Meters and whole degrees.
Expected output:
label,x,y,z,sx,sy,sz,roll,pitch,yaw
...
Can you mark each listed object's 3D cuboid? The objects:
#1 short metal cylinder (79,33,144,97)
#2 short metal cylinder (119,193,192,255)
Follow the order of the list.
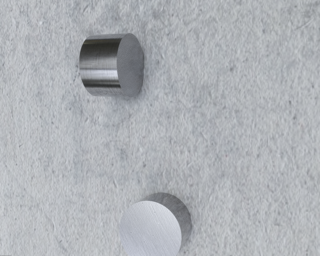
label,x,y,z,sx,sy,sz,roll,pitch,yaw
short metal cylinder,-0.060,-0.080,0.400,0.050,0.080,0.079,4,91,20
short metal cylinder,-0.004,0.127,0.396,0.080,0.050,0.079,0,90,19
